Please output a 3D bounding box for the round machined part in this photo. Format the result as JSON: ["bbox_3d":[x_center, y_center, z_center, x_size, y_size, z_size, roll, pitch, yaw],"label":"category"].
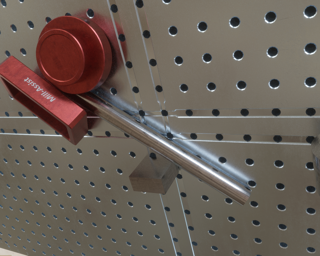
[{"bbox_3d":[-0.114,-0.090,0.390,0.098,0.042,0.097,6,109,17],"label":"round machined part"}]

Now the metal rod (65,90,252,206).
[{"bbox_3d":[-0.014,0.014,0.425,0.301,0.025,0.025,31,128,7],"label":"metal rod"}]

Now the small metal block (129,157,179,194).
[{"bbox_3d":[-0.007,0.066,0.438,0.050,0.050,0.025,-1,118,28],"label":"small metal block"}]

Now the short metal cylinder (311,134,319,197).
[{"bbox_3d":[0.192,0.037,0.297,0.080,0.080,0.050,-5,116,30],"label":"short metal cylinder"}]

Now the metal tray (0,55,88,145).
[{"bbox_3d":[-0.165,-0.035,0.444,0.130,0.030,0.090,37,159,3],"label":"metal tray"}]
